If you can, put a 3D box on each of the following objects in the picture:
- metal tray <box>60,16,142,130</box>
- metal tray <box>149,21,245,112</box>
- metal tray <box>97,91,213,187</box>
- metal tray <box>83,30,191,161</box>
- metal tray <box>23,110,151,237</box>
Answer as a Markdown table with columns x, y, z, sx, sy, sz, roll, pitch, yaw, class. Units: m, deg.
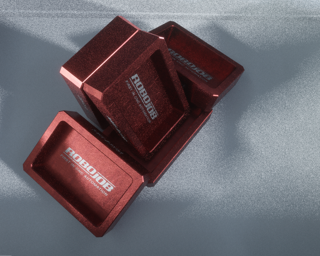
| x | y | z | sx | sy | sz | roll | pitch | yaw | class |
| --- | --- | --- | --- | --- | --- | --- | --- | --- | --- |
| -0.059 | -0.059 | 0.372 | 0.030 | 0.130 | 0.090 | 38 | 75 | 13 | metal tray |
| 0.038 | -0.088 | 0.420 | 0.130 | 0.030 | 0.090 | 37 | 49 | 12 | metal tray |
| -0.005 | 0.000 | 0.405 | 0.090 | 0.030 | 0.130 | 37 | 74 | 12 | metal tray |
| -0.017 | -0.031 | 0.350 | 0.030 | 0.130 | 0.090 | 31 | 71 | 35 | metal tray |
| -0.088 | 0.051 | 0.367 | 0.130 | 0.030 | 0.090 | 38 | 98 | 12 | metal tray |
